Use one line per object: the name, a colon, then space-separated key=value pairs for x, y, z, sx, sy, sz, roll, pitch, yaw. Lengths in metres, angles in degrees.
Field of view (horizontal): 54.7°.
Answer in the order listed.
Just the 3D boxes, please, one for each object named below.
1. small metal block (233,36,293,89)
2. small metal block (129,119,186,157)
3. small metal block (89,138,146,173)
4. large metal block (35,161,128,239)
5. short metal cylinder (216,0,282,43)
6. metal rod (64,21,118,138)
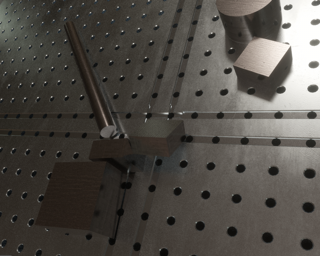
small metal block: x=0.130 y=-0.083 z=0.391 sx=0.050 sy=0.025 sz=0.050 roll=29 pitch=78 yaw=37
small metal block: x=-0.002 y=0.011 z=0.385 sx=0.050 sy=0.025 sz=0.050 roll=2 pitch=26 yaw=28
small metal block: x=-0.053 y=0.037 z=0.396 sx=0.050 sy=0.050 sz=0.025 roll=-5 pitch=60 yaw=25
large metal block: x=-0.095 y=0.089 z=0.386 sx=0.080 sy=0.050 sz=0.080 roll=-4 pitch=60 yaw=25
short metal cylinder: x=0.124 y=-0.165 z=0.428 sx=0.080 sy=0.050 sz=0.080 roll=-13 pitch=56 yaw=20
metal rod: x=-0.127 y=-0.099 z=0.533 sx=0.025 sy=0.025 sz=0.300 roll=-33 pitch=52 yaw=7
